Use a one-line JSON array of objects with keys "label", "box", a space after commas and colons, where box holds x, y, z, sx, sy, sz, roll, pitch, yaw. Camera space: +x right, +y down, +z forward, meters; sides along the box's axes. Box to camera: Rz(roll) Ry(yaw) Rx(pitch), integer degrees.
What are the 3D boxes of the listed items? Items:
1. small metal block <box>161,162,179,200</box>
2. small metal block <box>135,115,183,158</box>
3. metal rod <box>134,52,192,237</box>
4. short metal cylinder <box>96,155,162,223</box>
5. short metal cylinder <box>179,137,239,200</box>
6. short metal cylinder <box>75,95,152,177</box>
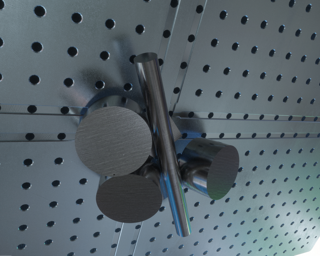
[{"label": "small metal block", "box": [0.010, 0.071, 0.456, 0.050, 0.025, 0.050, -35, 129, -5]}, {"label": "small metal block", "box": [-0.006, 0.004, 0.406, 0.050, 0.025, 0.050, -37, 129, -4]}, {"label": "metal rod", "box": [0.012, 0.045, 0.408, 0.025, 0.025, 0.298, -23, 127, -14]}, {"label": "short metal cylinder", "box": [-0.038, 0.075, 0.399, 0.081, 0.050, 0.079, -1, 120, -2]}, {"label": "short metal cylinder", "box": [0.071, 0.057, 0.448, 0.081, 0.050, 0.079, -18, 115, -43]}, {"label": "short metal cylinder", "box": [-0.051, 0.008, 0.349, 0.081, 0.050, 0.079, -2, 109, -6]}]
